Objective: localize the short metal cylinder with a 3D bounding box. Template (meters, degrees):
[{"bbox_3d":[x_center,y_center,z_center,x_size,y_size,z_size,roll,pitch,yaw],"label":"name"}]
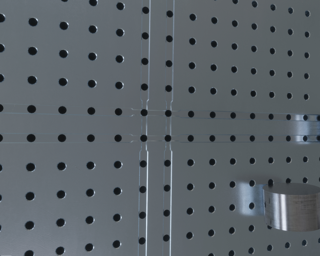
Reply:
[{"bbox_3d":[0.194,0.113,0.455,0.081,0.080,0.050,-3,91,-20],"label":"short metal cylinder"}]
